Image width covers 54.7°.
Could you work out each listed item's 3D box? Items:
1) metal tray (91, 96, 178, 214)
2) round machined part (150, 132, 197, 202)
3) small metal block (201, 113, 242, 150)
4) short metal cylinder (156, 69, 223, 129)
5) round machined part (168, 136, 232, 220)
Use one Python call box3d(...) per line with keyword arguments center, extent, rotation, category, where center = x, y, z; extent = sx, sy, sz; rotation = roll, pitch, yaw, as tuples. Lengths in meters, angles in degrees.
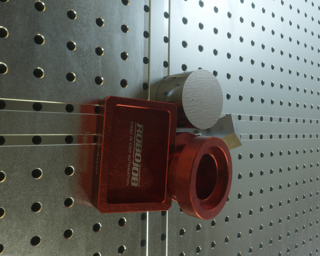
box3d(center=(-0.029, 0.032, 0.369), extent=(0.091, 0.030, 0.129), rotation=(5, 87, -26), category="metal tray")
box3d(center=(0.037, 0.054, 0.430), extent=(0.099, 0.042, 0.097), rotation=(0, 90, -40), category="round machined part")
box3d(center=(0.090, 0.011, 0.458), extent=(0.025, 0.050, 0.050), rotation=(55, 23, -27), category="small metal block")
box3d(center=(0.042, -0.038, 0.430), extent=(0.081, 0.050, 0.079), rotation=(0, 90, -40), category="short metal cylinder")
box3d(center=(0.046, 0.058, 0.377), extent=(0.099, 0.042, 0.097), rotation=(-4, 95, -50), category="round machined part")
